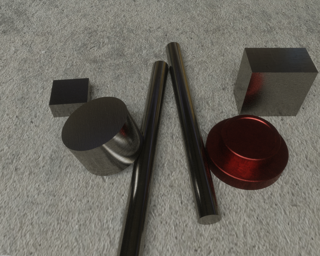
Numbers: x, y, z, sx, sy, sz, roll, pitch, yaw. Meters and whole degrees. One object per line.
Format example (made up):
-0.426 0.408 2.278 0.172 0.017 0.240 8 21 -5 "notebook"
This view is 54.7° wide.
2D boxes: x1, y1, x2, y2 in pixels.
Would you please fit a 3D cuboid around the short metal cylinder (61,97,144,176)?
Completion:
-0.066 0.009 0.364 0.080 0.050 0.080 -12 46 13 "short metal cylinder"

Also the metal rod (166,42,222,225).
0.037 -0.018 0.418 0.025 0.025 0.300 -4 50 -4 "metal rod"

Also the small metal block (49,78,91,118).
-0.125 -0.043 0.438 0.050 0.025 0.050 -4 50 -4 "small metal block"

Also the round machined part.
0.106 0.022 0.375 0.099 0.042 0.098 0 50 0 "round machined part"

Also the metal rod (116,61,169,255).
-0.015 0.019 0.386 0.025 0.025 0.300 5 50 4 "metal rod"

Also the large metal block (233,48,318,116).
0.151 -0.061 0.421 0.081 0.080 0.050 0 50 -1 "large metal block"
